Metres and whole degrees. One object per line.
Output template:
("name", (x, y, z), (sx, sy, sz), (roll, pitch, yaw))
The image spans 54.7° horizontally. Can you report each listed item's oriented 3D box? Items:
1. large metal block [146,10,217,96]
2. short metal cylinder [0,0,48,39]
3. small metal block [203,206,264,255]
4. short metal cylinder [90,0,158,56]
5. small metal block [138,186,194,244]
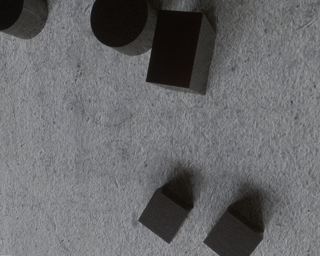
("large metal block", (0.028, -0.086, 0.370), (0.050, 0.080, 0.080), (12, 94, 19))
("short metal cylinder", (-0.221, -0.182, 0.474), (0.080, 0.050, 0.080), (0, 90, 20))
("small metal block", (0.090, 0.133, 0.377), (0.050, 0.025, 0.050), (36, 101, 16))
("short metal cylinder", (-0.044, -0.141, 0.411), (0.080, 0.050, 0.080), (0, 90, 20))
("small metal block", (0.008, 0.113, 0.406), (0.050, 0.025, 0.050), (32, 100, 17))
